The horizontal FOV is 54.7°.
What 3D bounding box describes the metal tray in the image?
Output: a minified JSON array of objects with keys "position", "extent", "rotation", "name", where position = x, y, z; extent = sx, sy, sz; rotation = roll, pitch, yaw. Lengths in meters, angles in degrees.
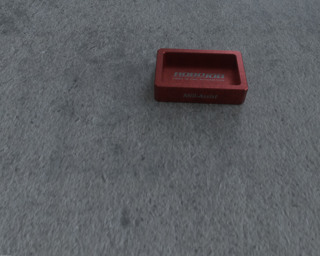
[{"position":[0.059,-0.080,0.467],"extent":[0.131,0.030,0.090],"rotation":[2,50,1],"name":"metal tray"}]
